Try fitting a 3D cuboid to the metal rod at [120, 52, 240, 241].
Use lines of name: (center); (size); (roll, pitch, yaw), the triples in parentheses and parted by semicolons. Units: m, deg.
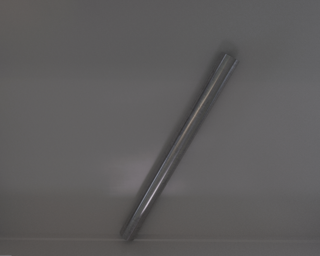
metal rod: (0.018, 0.037, 0.424); (0.025, 0.025, 0.298); (26, 108, -9)
